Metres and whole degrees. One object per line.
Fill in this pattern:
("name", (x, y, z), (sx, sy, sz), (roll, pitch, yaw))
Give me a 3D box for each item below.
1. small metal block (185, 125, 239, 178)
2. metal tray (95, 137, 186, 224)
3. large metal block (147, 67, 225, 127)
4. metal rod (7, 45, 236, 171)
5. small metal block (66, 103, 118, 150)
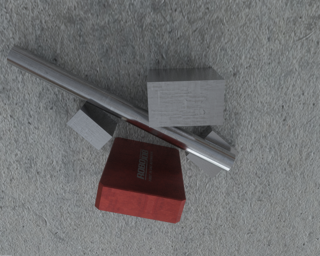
("small metal block", (0.070, 0.032, 0.424), (0.050, 0.025, 0.050), (40, 105, -14))
("metal tray", (-0.020, 0.056, 0.376), (0.091, 0.130, 0.030), (12, 110, -5))
("large metal block", (0.027, -0.039, 0.366), (0.081, 0.080, 0.050), (-2, 110, 0))
("metal rod", (-0.044, -0.022, 0.388), (0.301, 0.025, 0.025), (27, 108, -5))
("small metal block", (-0.084, -0.006, 0.394), (0.050, 0.050, 0.025), (43, 104, -14))
